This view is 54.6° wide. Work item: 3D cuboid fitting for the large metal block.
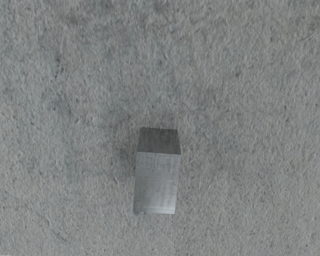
[{"bbox_3d":[-0.004,0.052,0.399,0.050,0.080,0.079,4,110,-2],"label":"large metal block"}]
